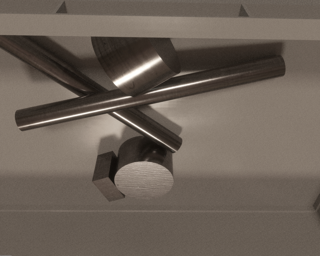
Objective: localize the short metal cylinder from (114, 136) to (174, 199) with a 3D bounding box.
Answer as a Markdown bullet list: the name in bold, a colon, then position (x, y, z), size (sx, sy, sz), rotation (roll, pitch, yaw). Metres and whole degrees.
- **short metal cylinder**: position (-0.022, 0.057, 0.441), size (0.081, 0.050, 0.079), rotation (-1, 130, 0)

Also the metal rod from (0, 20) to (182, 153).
- **metal rod**: position (-0.092, -0.050, 0.365), size (0.301, 0.025, 0.025), rotation (33, 123, -25)

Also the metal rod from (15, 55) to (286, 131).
- **metal rod**: position (-0.011, -0.040, 0.351), size (0.302, 0.025, 0.025), rotation (-12, 130, 0)

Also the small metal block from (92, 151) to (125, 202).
- **small metal block**: position (-0.071, 0.071, 0.452), size (0.025, 0.050, 0.050), rotation (-17, 128, 14)

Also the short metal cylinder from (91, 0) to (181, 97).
- **short metal cylinder**: position (-0.022, -0.077, 0.307), size (0.050, 0.080, 0.080), rotation (-27, 126, 20)
